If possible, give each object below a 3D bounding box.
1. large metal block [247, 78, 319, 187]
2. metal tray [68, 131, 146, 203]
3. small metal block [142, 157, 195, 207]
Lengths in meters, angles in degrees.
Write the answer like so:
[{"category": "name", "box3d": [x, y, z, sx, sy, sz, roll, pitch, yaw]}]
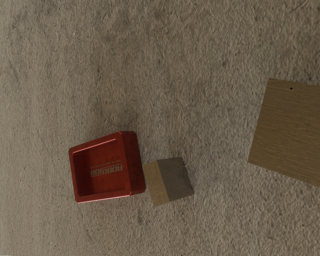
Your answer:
[{"category": "large metal block", "box3d": [0.135, 0.004, 0.277, 0.080, 0.050, 0.079, 19, 102, 38]}, {"category": "metal tray", "box3d": [-0.085, 0.062, 0.471, 0.130, 0.030, 0.090, -18, 79, 38]}, {"category": "small metal block", "box3d": [0.011, 0.065, 0.380, 0.025, 0.050, 0.050, -28, 72, 36]}]
